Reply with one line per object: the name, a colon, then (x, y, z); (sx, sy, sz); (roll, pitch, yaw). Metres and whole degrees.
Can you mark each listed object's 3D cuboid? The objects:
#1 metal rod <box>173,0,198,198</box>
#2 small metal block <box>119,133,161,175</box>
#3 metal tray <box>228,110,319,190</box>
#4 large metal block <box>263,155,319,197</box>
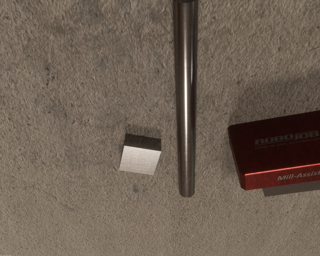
metal rod: (0.034, -0.012, 0.397); (0.025, 0.025, 0.298); (-3, 130, 2)
small metal block: (-0.028, 0.038, 0.439); (0.050, 0.025, 0.050); (10, 130, -9)
metal tray: (0.159, 0.025, 0.388); (0.131, 0.090, 0.030); (-10, 129, 7)
large metal block: (0.181, 0.049, 0.428); (0.080, 0.050, 0.080); (-9, 139, 7)
